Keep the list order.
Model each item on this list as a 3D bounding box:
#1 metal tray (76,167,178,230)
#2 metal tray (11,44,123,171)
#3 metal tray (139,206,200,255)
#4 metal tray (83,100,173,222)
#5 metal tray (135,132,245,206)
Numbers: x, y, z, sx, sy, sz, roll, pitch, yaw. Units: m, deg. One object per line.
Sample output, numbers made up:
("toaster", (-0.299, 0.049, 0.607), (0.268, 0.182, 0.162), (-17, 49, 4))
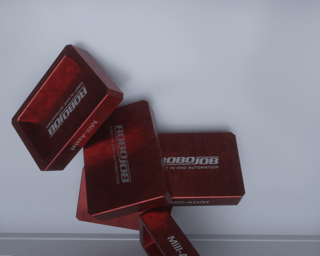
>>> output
("metal tray", (-0.047, 0.098, 0.444), (0.131, 0.030, 0.089), (11, 110, -5))
("metal tray", (-0.115, -0.022, 0.373), (0.130, 0.030, 0.090), (-48, 67, 15))
("metal tray", (0.023, 0.162, 0.356), (0.030, 0.130, 0.089), (-26, 145, -23))
("metal tray", (-0.043, 0.036, 0.373), (0.090, 0.130, 0.030), (-16, 148, 6))
("metal tray", (0.034, 0.051, 0.395), (0.131, 0.090, 0.030), (-1, 146, 0))
